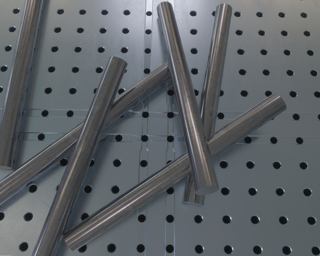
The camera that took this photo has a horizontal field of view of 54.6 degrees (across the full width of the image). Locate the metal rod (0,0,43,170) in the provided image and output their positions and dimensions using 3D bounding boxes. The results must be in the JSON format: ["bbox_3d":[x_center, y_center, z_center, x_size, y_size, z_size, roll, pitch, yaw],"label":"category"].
[{"bbox_3d":[-0.198,-0.090,0.443,0.025,0.025,0.299,1,70,0],"label":"metal rod"}]

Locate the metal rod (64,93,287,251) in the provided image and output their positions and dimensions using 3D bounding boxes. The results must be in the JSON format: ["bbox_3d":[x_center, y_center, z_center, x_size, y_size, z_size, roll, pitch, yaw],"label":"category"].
[{"bbox_3d":[0.020,0.051,0.371,0.301,0.025,0.025,-33,73,-3],"label":"metal rod"}]

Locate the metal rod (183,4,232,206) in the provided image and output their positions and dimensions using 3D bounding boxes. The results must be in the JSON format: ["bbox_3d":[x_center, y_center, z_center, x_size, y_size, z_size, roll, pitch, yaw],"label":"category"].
[{"bbox_3d":[0.070,-0.045,0.428,0.025,0.025,0.299,11,70,4],"label":"metal rod"}]

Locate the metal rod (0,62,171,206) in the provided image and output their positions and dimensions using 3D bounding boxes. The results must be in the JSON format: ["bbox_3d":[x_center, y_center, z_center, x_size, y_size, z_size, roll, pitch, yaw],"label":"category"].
[{"bbox_3d":[-0.101,0.006,0.408,0.301,0.025,0.025,-38,74,-13],"label":"metal rod"}]

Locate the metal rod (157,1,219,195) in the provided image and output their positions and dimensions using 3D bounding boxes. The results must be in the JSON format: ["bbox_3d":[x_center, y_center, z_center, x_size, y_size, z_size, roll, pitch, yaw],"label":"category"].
[{"bbox_3d":[0.028,-0.060,0.401,0.025,0.025,0.299,-8,58,-3],"label":"metal rod"}]

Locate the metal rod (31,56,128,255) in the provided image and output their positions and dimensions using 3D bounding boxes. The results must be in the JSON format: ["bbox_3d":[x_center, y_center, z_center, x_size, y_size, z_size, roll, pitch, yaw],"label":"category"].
[{"bbox_3d":[-0.101,0.051,0.374,0.025,0.025,0.299,17,78,6],"label":"metal rod"}]
